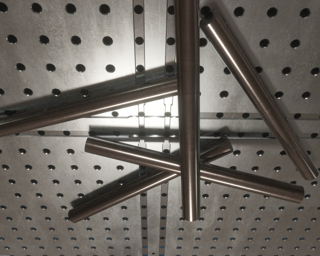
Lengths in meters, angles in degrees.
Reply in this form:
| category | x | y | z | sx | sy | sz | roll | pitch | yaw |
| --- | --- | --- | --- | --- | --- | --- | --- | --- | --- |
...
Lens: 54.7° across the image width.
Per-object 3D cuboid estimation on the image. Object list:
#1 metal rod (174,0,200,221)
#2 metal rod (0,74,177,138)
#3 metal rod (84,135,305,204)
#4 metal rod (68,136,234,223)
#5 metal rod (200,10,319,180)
| category | x | y | z | sx | sy | sz | roll | pitch | yaw |
| --- | --- | --- | --- | --- | --- | --- | --- | --- | --- |
| metal rod | 0.034 | -0.009 | 0.364 | 0.025 | 0.025 | 0.298 | -3 | 118 | 2 |
| metal rod | -0.119 | -0.021 | 0.392 | 0.301 | 0.025 | 0.025 | -12 | 129 | 10 |
| metal rod | 0.046 | 0.057 | 0.428 | 0.302 | 0.025 | 0.025 | 14 | 129 | 0 |
| metal rod | -0.027 | 0.088 | 0.486 | 0.300 | 0.025 | 0.025 | -28 | 125 | 21 |
| metal rod | 0.140 | -0.021 | 0.395 | 0.025 | 0.025 | 0.300 | -30 | 125 | 22 |
